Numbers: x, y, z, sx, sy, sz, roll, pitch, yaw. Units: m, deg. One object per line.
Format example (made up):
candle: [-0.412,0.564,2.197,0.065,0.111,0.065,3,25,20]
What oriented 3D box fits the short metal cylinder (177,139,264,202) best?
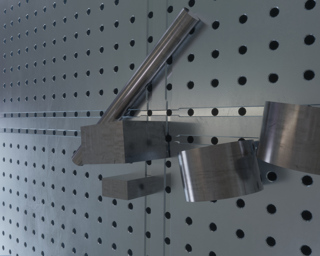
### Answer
short metal cylinder: [0.062,0.044,0.323,0.080,0.081,0.050,-16,80,39]

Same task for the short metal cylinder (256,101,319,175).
short metal cylinder: [0.128,0.007,0.268,0.080,0.081,0.050,13,99,39]

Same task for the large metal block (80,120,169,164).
large metal block: [-0.046,0.019,0.412,0.080,0.081,0.050,-7,86,40]

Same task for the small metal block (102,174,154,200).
small metal block: [-0.045,0.081,0.430,0.050,0.050,0.025,-3,89,40]

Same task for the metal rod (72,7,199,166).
metal rod: [-0.050,-0.043,0.450,0.299,0.025,0.025,-48,62,29]
